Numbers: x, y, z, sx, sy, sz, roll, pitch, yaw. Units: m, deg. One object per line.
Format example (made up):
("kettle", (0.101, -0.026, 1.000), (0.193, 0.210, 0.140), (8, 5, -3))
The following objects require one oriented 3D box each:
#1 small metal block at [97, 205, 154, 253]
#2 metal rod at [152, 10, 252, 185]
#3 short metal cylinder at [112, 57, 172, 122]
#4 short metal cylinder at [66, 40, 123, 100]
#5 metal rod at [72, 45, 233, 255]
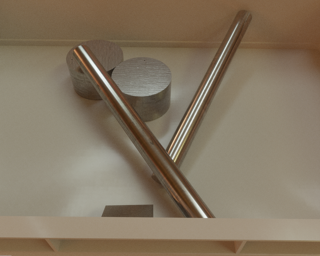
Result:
("small metal block", (-0.032, 0.098, 0.305), (0.050, 0.025, 0.050), (-1, 9, -1))
("metal rod", (0.067, -0.057, 0.421), (0.025, 0.025, 0.300), (21, 63, 16))
("short metal cylinder", (-0.025, -0.055, 0.434), (0.081, 0.050, 0.080), (1, 50, 0))
("short metal cylinder", (-0.093, -0.087, 0.461), (0.081, 0.050, 0.080), (0, 50, 0))
("metal rod", (-0.024, 0.006, 0.356), (0.025, 0.025, 0.300), (-27, 64, -21))
